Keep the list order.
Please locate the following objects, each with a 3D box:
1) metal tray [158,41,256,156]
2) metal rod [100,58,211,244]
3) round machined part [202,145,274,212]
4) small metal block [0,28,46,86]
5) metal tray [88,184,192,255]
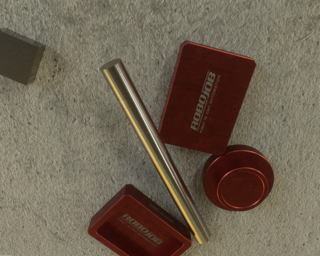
[{"bbox_3d":[0.055,-0.036,0.395,0.091,0.030,0.129,13,110,-6],"label":"metal tray"},{"bbox_3d":[0.006,0.049,0.401,0.025,0.025,0.299,-23,119,8],"label":"metal rod"},{"bbox_3d":[0.110,0.076,0.430,0.099,0.042,0.097,0,110,-1],"label":"round machined part"},{"bbox_3d":[-0.174,-0.087,0.375,0.050,0.025,0.050,23,108,-9],"label":"small metal block"},{"bbox_3d":[-0.029,0.155,0.463,0.130,0.030,0.090,41,105,-14],"label":"metal tray"}]
